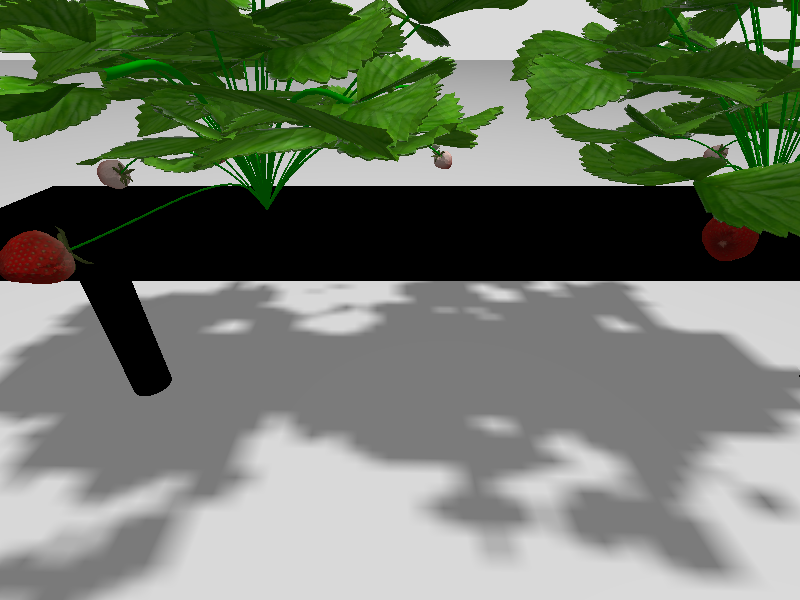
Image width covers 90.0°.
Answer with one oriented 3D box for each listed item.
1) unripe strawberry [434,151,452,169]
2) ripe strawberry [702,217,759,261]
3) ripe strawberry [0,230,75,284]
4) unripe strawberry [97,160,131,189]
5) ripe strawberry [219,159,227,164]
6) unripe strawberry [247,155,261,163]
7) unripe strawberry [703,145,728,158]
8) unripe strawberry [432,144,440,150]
[{"bbox_3d":[0.052,-0.163,0.470,0.023,0.020,0.023,35,4,42],"label":"unripe strawberry"},{"bbox_3d":[0.219,-0.042,0.267,0.033,0.035,0.031,-27,41,-35],"label":"ripe strawberry"},{"bbox_3d":[-0.218,-0.024,0.238,0.037,0.033,0.034,21,39,29],"label":"ripe strawberry"},{"bbox_3d":[-0.294,-0.128,0.409,0.030,0.029,0.028,5,32,21],"label":"unripe strawberry"},{"bbox_3d":[-0.227,-0.188,0.493,0.032,0.037,0.035,-19,37,-27],"label":"ripe strawberry"},{"bbox_3d":[-0.178,-0.180,0.493,0.024,0.026,0.027,-11,20,-16],"label":"unripe strawberry"},{"bbox_3d":[0.388,-0.179,0.494,0.024,0.021,0.024,11,9,17],"label":"unripe strawberry"},{"bbox_3d":[0.047,-0.200,0.521,0.010,0.011,0.011,24,40,33],"label":"unripe strawberry"}]
